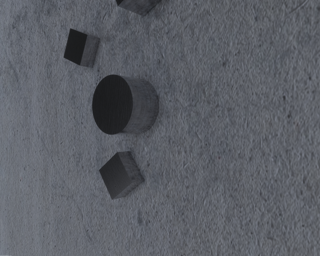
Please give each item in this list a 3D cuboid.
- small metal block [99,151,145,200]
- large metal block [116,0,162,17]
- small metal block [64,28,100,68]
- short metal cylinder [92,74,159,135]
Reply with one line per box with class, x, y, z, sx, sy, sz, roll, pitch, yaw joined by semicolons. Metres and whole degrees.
small metal block;-0.057;0.069;0.452;0.050;0.025;0.050;-44;64;31
large metal block;-0.023;-0.211;0.408;0.080;0.050;0.080;-31;71;35
small metal block;-0.130;-0.132;0.512;0.050;0.025;0.050;29;108;36
short metal cylinder;-0.048;-0.031;0.429;0.080;0.050;0.079;0;90;40
